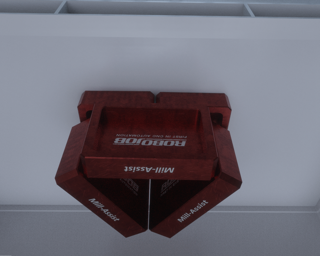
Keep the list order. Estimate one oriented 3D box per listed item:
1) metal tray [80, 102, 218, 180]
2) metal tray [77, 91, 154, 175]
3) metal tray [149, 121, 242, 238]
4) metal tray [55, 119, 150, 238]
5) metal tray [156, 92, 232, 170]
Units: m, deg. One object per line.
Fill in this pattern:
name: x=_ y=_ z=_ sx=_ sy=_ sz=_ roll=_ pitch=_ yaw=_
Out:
metal tray: x=-0.010 y=0.011 z=0.333 sx=0.131 sy=0.090 sz=0.030 roll=2 pitch=130 yaw=-1
metal tray: x=-0.053 y=0.013 z=0.415 sx=0.091 sy=0.030 sz=0.129 roll=0 pitch=129 yaw=0
metal tray: x=0.036 y=0.064 z=0.378 sx=0.030 sy=0.090 sz=0.129 roll=29 pitch=125 yaw=-22
metal tray: x=-0.061 y=0.061 z=0.376 sx=0.030 sy=0.090 sz=0.130 roll=-25 pitch=126 yaw=20
metal tray: x=0.039 y=0.015 z=0.417 sx=0.091 sy=0.030 sz=0.129 roll=1 pitch=129 yaw=-1
